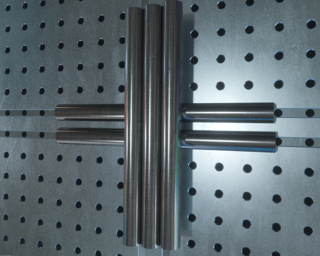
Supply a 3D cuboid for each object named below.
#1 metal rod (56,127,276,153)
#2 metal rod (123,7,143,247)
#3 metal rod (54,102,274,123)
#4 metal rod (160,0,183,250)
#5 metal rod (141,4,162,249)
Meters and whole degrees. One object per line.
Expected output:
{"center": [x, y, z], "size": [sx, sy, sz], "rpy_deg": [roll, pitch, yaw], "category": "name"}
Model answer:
{"center": [-0.006, 0.014, 0.414], "size": [0.301, 0.025, 0.025], "rpy_deg": [1, 91, 19], "category": "metal rod"}
{"center": [-0.033, -0.001, 0.397], "size": [0.025, 0.025, 0.298], "rpy_deg": [1, 90, 19], "category": "metal rod"}
{"center": [-0.008, -0.021, 0.415], "size": [0.301, 0.025, 0.025], "rpy_deg": [1, 91, 19], "category": "metal rod"}
{"center": [0.014, -0.003, 0.381], "size": [0.025, 0.025, 0.298], "rpy_deg": [1, 90, 19], "category": "metal rod"}
{"center": [-0.010, -0.002, 0.389], "size": [0.025, 0.025, 0.298], "rpy_deg": [1, 90, 19], "category": "metal rod"}
